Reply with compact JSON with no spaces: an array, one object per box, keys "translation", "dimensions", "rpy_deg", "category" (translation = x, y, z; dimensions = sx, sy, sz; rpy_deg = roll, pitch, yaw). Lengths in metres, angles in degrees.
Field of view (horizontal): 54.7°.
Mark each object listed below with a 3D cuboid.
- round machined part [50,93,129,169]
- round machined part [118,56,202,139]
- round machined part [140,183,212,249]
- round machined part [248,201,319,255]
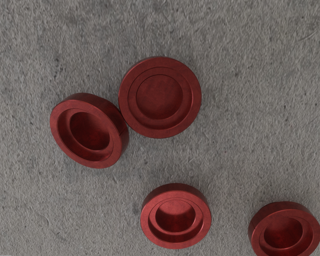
[{"translation":[-0.083,0.000,0.387],"dimensions":[0.098,0.042,0.097],"rpy_deg":[11,124,17],"category":"round machined part"},{"translation":[-0.002,-0.039,0.382],"dimensions":[0.099,0.042,0.097],"rpy_deg":[-2,108,-7],"category":"round machined part"},{"translation":[0.022,0.121,0.445],"dimensions":[0.099,0.042,0.097],"rpy_deg":[0,110,0],"category":"round machined part"},{"translation":[0.178,0.149,0.457],"dimensions":[0.099,0.042,0.097],"rpy_deg":[0,110,0],"category":"round machined part"}]
